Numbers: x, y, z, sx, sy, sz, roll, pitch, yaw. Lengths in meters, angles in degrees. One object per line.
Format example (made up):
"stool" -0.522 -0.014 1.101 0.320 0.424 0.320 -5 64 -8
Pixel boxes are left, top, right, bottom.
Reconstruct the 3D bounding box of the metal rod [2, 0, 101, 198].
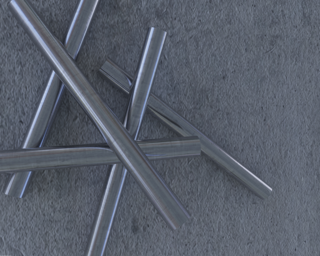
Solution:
"metal rod" -0.116 -0.066 0.365 0.025 0.025 0.299 21 83 -19

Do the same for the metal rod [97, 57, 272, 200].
"metal rod" 0.044 0.010 0.425 0.301 0.025 0.025 37 78 -16

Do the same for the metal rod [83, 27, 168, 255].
"metal rod" -0.044 0.028 0.374 0.025 0.025 0.298 15 92 -20

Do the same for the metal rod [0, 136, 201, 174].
"metal rod" -0.104 0.031 0.336 0.302 0.025 0.025 -4 92 -11

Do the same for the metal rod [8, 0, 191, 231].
"metal rod" -0.069 -0.022 0.331 0.025 0.025 0.300 -35 82 -17
